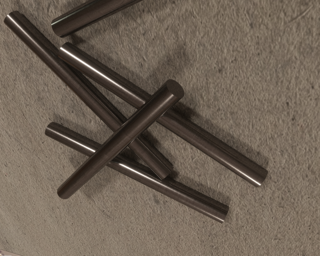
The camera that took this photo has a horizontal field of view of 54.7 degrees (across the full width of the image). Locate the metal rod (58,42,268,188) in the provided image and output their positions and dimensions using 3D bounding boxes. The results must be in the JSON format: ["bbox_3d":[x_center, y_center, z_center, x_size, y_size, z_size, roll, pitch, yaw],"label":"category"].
[{"bbox_3d":[0.000,-0.020,0.393,0.301,0.025,0.025,33,129,5],"label":"metal rod"}]

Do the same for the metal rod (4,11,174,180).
[{"bbox_3d":[-0.095,-0.042,0.428,0.300,0.025,0.025,45,129,-4],"label":"metal rod"}]

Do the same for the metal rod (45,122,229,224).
[{"bbox_3d":[-0.042,0.062,0.465,0.301,0.025,0.025,24,127,12],"label":"metal rod"}]

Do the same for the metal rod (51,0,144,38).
[{"bbox_3d":[-0.003,-0.151,0.313,0.300,0.025,0.025,-11,113,32],"label":"metal rod"}]

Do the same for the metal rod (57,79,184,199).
[{"bbox_3d":[-0.072,0.033,0.429,0.025,0.025,0.299,46,129,-4],"label":"metal rod"}]
